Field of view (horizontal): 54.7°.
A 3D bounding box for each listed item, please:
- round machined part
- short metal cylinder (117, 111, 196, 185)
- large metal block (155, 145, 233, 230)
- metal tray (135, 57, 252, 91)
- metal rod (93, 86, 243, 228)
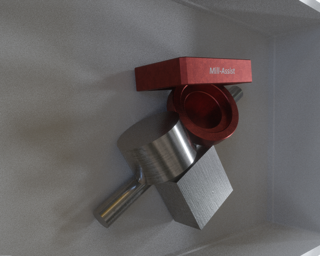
[{"bbox_3d":[0.054,-0.020,0.423,0.099,0.042,0.098,10,62,-20],"label":"round machined part"},{"bbox_3d":[-0.004,0.022,0.368,0.080,0.080,0.050,-41,115,-33],"label":"short metal cylinder"},{"bbox_3d":[0.046,0.078,0.428,0.080,0.050,0.080,-40,115,-33],"label":"large metal block"},{"bbox_3d":[0.045,-0.068,0.400,0.131,0.090,0.030,-9,96,-40],"label":"metal tray"},{"bbox_3d":[0.030,0.022,0.432,0.302,0.025,0.025,-40,115,-33],"label":"metal rod"}]
